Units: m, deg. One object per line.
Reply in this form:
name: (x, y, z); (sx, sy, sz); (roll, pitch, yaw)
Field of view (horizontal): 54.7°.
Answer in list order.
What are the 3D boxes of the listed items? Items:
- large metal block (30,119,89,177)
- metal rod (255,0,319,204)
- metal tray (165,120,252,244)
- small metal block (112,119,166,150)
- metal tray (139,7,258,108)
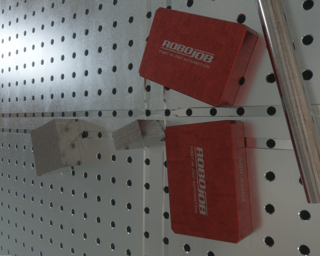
large metal block: (-0.174, 0.034, 0.533); (0.080, 0.050, 0.080); (-20, 77, 38)
metal rod: (0.121, -0.078, 0.308); (0.025, 0.025, 0.298); (-18, 79, 38)
metal tray: (0.053, 0.059, 0.361); (0.090, 0.030, 0.129); (-6, 86, 39)
small metal block: (-0.027, 0.009, 0.413); (0.050, 0.050, 0.025); (-25, 75, 37)
metal tray: (0.039, -0.087, 0.373); (0.130, 0.030, 0.089); (28, 107, 36)
